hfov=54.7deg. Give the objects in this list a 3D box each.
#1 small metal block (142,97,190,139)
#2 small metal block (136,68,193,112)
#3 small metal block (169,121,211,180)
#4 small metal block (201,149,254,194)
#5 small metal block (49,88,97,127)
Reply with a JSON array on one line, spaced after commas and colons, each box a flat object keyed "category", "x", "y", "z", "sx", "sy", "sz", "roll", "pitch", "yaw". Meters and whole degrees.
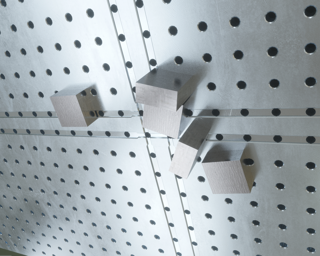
[{"category": "small metal block", "x": 0.007, "y": -0.020, "z": 0.394, "sx": 0.050, "sy": 0.025, "sz": 0.050, "roll": 19, "pitch": 126, "yaw": 16}, {"category": "small metal block", "x": 0.006, "y": -0.046, "z": 0.362, "sx": 0.050, "sy": 0.050, "sz": 0.025, "roll": 15, "pitch": 124, "yaw": 19}, {"category": "small metal block", "x": 0.038, "y": 0.028, "z": 0.391, "sx": 0.025, "sy": 0.050, "sz": 0.050, "roll": 25, "pitch": 127, "yaw": 13}, {"category": "small metal block", "x": 0.088, "y": 0.057, "z": 0.400, "sx": 0.050, "sy": 0.025, "sz": 0.050, "roll": -9, "pitch": 114, "yaw": 31}, {"category": "small metal block", "x": -0.127, "y": -0.029, "z": 0.458, "sx": 0.050, "sy": 0.025, "sz": 0.050, "roll": 0, "pitch": 118, "yaw": 28}]
